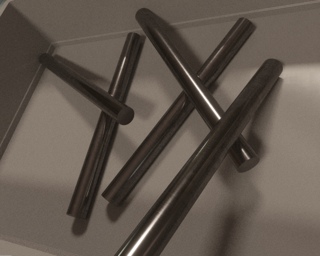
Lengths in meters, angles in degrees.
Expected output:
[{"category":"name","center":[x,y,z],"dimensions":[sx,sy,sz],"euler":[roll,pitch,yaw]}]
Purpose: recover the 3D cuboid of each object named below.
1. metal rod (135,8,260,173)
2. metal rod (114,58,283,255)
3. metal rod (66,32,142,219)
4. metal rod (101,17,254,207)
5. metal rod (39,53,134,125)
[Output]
[{"category":"metal rod","center":[0.031,-0.070,0.397],"dimensions":[0.025,0.025,0.300],"euler":[-33,54,6]},{"category":"metal rod","center":[0.055,0.013,0.290],"dimensions":[0.025,0.025,0.301],"euler":[14,44,33]},{"category":"metal rod","center":[-0.074,-0.020,0.454],"dimensions":[0.025,0.025,0.300],"euler":[-1,61,27]},{"category":"metal rod","center":[0.029,-0.027,0.406],"dimensions":[0.025,0.025,0.300],"euler":[31,78,37]},{"category":"metal rod","center":[-0.132,-0.074,0.496],"dimensions":[0.025,0.025,0.300],"euler":[-50,45,-7]}]
